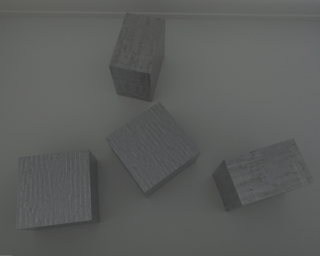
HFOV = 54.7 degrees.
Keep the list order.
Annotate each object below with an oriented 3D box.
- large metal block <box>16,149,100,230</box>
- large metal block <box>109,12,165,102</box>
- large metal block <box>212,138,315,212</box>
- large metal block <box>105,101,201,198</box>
[{"bbox_3d":[-0.118,0.075,0.368,0.081,0.050,0.080,-6,70,-3],"label":"large metal block"},{"bbox_3d":[-0.027,-0.091,0.414,0.050,0.080,0.080,12,71,4],"label":"large metal block"},{"bbox_3d":[0.114,0.058,0.360,0.080,0.080,0.050,-16,71,-6],"label":"large metal block"},{"bbox_3d":[-0.009,0.028,0.386,0.080,0.050,0.080,-35,74,-12],"label":"large metal block"}]
